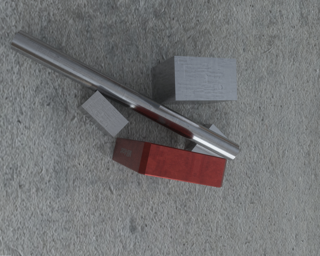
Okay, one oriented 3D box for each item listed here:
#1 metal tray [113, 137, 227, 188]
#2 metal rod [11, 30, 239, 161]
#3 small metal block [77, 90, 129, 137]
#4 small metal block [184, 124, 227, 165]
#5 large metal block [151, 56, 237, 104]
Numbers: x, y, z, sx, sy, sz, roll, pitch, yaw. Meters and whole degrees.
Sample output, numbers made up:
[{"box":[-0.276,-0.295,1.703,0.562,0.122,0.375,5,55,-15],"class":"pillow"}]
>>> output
[{"box":[0.004,0.036,0.357,0.091,0.130,0.030,13,86,-20],"class":"metal tray"},{"box":[-0.031,-0.034,0.385,0.301,0.025,0.025,27,81,-13],"class":"metal rod"},{"box":[-0.070,-0.016,0.371,0.050,0.050,0.025,46,76,-15],"class":"small metal block"},{"box":[0.071,0.029,0.438,0.050,0.025,0.050,43,76,-15],"class":"small metal block"},{"box":[0.041,-0.057,0.396,0.081,0.080,0.050,-2,91,-20],"class":"large metal block"}]
